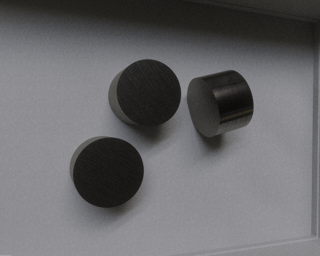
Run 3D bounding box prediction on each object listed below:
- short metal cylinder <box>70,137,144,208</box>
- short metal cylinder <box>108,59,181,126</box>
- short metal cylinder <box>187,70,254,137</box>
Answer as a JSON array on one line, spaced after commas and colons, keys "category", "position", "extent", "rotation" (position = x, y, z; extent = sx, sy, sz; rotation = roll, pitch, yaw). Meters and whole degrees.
[{"category": "short metal cylinder", "position": [-0.065, 0.050, 0.374], "extent": [0.081, 0.050, 0.079], "rotation": [0, 90, -21]}, {"category": "short metal cylinder", "position": [-0.020, -0.042, 0.391], "extent": [0.081, 0.050, 0.079], "rotation": [0, 90, -21]}, {"category": "short metal cylinder", "position": [0.078, -0.033, 0.411], "extent": [0.050, 0.080, 0.080], "rotation": [-16, 96, -20]}]
